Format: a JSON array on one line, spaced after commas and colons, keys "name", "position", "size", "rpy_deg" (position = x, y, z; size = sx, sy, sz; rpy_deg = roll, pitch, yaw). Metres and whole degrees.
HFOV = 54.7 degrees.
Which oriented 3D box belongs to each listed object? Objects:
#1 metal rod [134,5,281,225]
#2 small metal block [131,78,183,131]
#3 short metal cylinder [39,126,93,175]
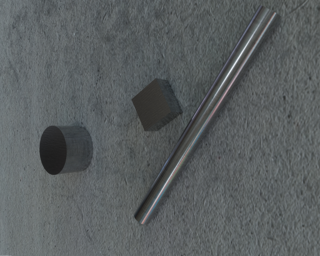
[{"name": "metal rod", "position": [0.044, 0.002, 0.368], "size": [0.025, 0.025, 0.298], "rpy_deg": [43, 116, 31]}, {"name": "small metal block", "position": [-0.005, -0.029, 0.409], "size": [0.050, 0.025, 0.050], "rpy_deg": [-36, 68, 34]}, {"name": "short metal cylinder", "position": [-0.157, 0.036, 0.519], "size": [0.080, 0.050, 0.079], "rpy_deg": [0, 90, 40]}]
